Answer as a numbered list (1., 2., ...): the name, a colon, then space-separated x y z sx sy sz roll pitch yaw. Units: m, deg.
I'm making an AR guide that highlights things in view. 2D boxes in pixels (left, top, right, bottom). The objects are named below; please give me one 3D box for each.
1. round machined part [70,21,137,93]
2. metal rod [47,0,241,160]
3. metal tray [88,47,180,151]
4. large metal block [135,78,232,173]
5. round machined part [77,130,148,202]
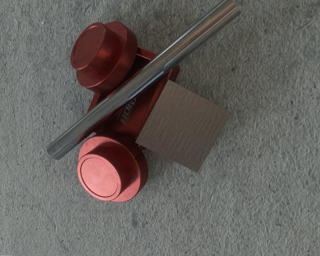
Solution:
1. round machined part: -0.080 -0.098 0.408 0.098 0.042 0.098 -19 59 34
2. metal rod: -0.032 -0.053 0.390 0.300 0.025 0.025 -37 78 16
3. metal tray: -0.040 -0.043 0.421 0.090 0.030 0.129 26 98 18
4. large metal block: 0.026 -0.005 0.372 0.080 0.050 0.080 27 99 -7
5. round machined part: -0.068 0.056 0.407 0.098 0.042 0.097 10 115 23
